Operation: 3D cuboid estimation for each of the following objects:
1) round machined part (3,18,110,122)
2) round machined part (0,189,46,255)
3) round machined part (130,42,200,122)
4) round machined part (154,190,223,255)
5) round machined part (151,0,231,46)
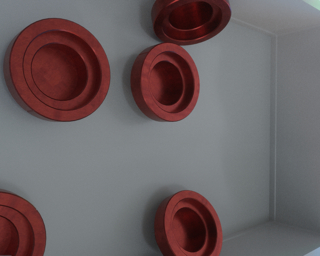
[{"bbox_3d":[-0.103,-0.055,0.309,0.099,0.042,0.097,0,90,-40],"label":"round machined part"},{"bbox_3d":[-0.154,0.100,0.266,0.099,0.042,0.097,0,90,-40],"label":"round machined part"},{"bbox_3d":[0.002,-0.057,0.397,0.099,0.042,0.097,0,90,-40],"label":"round machined part"},{"bbox_3d":[0.032,0.135,0.407,0.099,0.042,0.098,21,52,-30],"label":"round machined part"},{"bbox_3d":[0.037,-0.151,0.394,0.099,0.098,0.042,7,66,-40],"label":"round machined part"}]
